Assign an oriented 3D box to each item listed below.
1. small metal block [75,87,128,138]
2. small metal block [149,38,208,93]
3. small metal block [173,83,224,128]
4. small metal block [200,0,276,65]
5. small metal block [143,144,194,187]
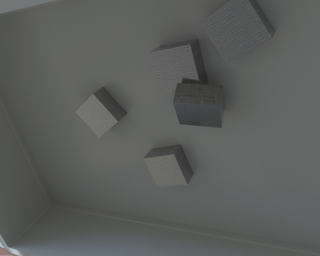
[{"bbox_3d":[-0.083,-0.022,0.439,0.050,0.025,0.050,49,129,-6],"label":"small metal block"},{"bbox_3d":[0.022,-0.070,0.354,0.050,0.025,0.050,-3,117,30],"label":"small metal block"},{"bbox_3d":[0.045,-0.025,0.350,0.050,0.025,0.050,6,154,15],"label":"small metal block"},{"bbox_3d":[0.077,-0.100,0.307,0.050,0.025,0.050,-29,103,37],"label":"small metal block"},{"bbox_3d":[0.012,0.054,0.435,0.050,0.025,0.050,-12,113,33],"label":"small metal block"}]
